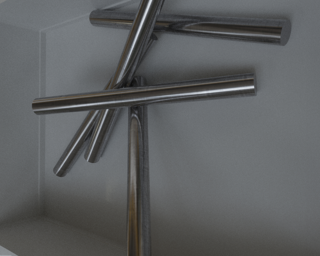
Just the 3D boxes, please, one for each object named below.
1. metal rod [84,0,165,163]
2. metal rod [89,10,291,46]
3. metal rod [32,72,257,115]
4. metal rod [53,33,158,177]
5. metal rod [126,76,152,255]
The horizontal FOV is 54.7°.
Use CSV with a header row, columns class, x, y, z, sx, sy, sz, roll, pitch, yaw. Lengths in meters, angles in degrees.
class,x,y,z,sx,sy,sz,roll,pitch,yaw
metal rod,-0.050,-0.063,0.409,0.025,0.025,0.298,49,129,28
metal rod,0.011,-0.133,0.395,0.300,0.025,0.025,19,102,38
metal rod,-0.037,-0.038,0.385,0.301,0.025,0.025,-3,88,24
metal rod,-0.095,-0.022,0.473,0.298,0.025,0.025,-50,61,31
metal rod,-0.024,0.059,0.348,0.025,0.025,0.299,-32,46,35
